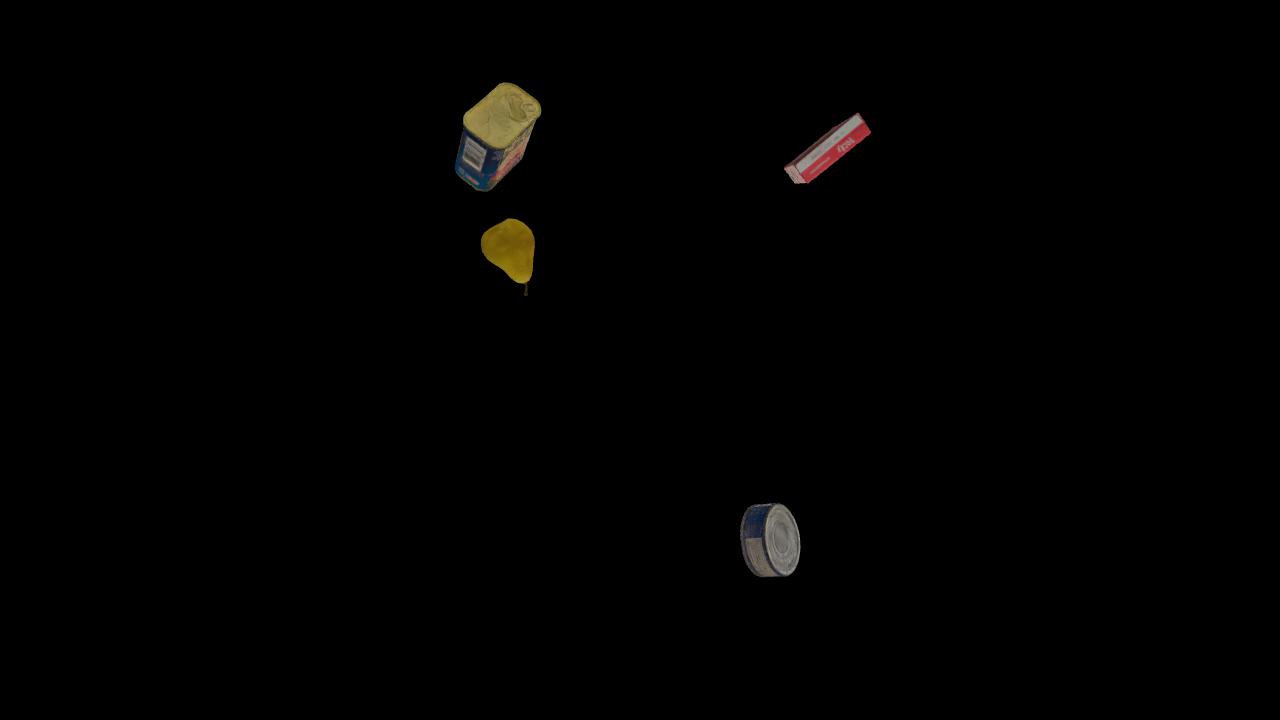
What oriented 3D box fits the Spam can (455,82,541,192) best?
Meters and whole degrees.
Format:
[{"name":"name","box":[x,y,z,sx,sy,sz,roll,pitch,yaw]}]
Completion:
[{"name":"Spam can","box":[-0.171,-0.262,0.729,0.058,0.101,0.085,36,-34,-7]}]

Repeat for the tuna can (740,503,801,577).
[{"name":"tuna can","box":[0.155,0.211,0.725,0.034,0.084,0.084,-17,-11,39]}]

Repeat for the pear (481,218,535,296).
[{"name":"pear","box":[-0.185,-0.154,0.923,0.080,0.111,0.080,-29,15,9]}]

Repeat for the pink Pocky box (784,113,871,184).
[{"name":"pink Pocky box","box":[0.217,-0.246,0.730,0.084,0.029,0.155,-37,7,16]}]
